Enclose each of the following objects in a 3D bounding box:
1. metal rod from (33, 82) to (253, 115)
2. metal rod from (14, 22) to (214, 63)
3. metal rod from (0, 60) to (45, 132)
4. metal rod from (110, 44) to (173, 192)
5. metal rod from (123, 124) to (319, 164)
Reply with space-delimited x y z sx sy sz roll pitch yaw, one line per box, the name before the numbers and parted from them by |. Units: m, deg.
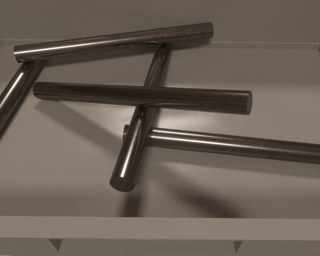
metal rod | -0.042 -0.040 0.382 0.301 0.025 0.025 6 48 27
metal rod | -0.065 -0.134 0.480 0.302 0.025 0.025 -10 51 -8
metal rod | -0.217 -0.011 0.411 0.025 0.025 0.300 7 50 5
metal rod | -0.014 -0.044 0.417 0.025 0.025 0.300 7 43 6
metal rod | 0.105 0.023 0.386 0.302 0.025 0.025 6 50 4
